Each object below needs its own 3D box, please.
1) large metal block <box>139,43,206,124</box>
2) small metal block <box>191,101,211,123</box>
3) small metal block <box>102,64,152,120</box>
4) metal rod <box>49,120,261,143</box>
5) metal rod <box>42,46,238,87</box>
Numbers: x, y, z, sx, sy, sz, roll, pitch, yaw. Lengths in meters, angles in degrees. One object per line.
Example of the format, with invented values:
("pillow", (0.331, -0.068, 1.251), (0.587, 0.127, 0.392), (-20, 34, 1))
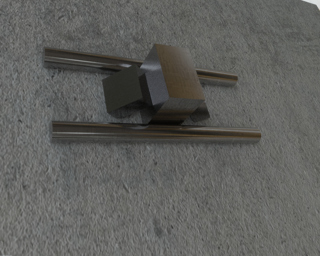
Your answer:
("large metal block", (0.007, -0.051, 0.409), (0.050, 0.080, 0.080), (1, 62, -28))
("small metal block", (0.050, -0.042, 0.442), (0.025, 0.050, 0.050), (-18, 64, 9))
("small metal block", (-0.043, -0.045, 0.394), (0.025, 0.050, 0.050), (37, 36, -59))
("metal rod", (0.014, 0.008, 0.409), (0.303, 0.025, 0.025), (2, 61, -28))
("metal rod", (-0.010, -0.085, 0.453), (0.303, 0.025, 0.025), (1, 61, -28))
